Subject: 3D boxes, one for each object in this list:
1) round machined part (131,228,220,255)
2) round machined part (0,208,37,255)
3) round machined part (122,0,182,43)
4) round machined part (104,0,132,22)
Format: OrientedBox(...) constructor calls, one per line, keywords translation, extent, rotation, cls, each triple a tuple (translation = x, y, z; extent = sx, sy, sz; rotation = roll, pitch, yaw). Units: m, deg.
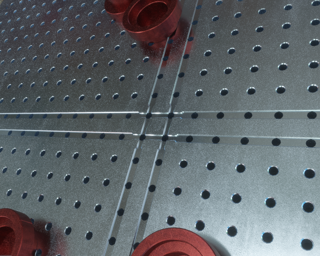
OrientedBox(translation=(0.018, 0.150, 0.295), extent=(0.098, 0.042, 0.098), rotation=(-13, 56, 20), cls="round machined part")
OrientedBox(translation=(-0.202, 0.158, 0.404), extent=(0.098, 0.042, 0.098), rotation=(-13, 56, 20), cls="round machined part")
OrientedBox(translation=(-0.009, -0.180, 0.511), extent=(0.098, 0.042, 0.098), rotation=(-13, 56, 20), cls="round machined part")
OrientedBox(translation=(-0.064, -0.251, 0.583), extent=(0.098, 0.042, 0.098), rotation=(-13, 56, 20), cls="round machined part")
